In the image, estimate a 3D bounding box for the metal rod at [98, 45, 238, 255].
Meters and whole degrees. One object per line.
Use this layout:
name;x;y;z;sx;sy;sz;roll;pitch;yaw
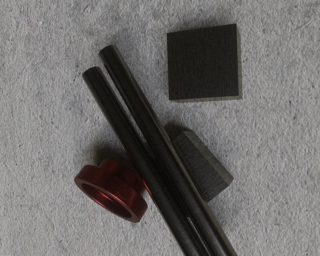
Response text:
metal rod;0.010;0.034;0.352;0.025;0.025;0.299;-33;79;17

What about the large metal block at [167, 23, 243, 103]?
large metal block;0.056;-0.074;0.376;0.080;0.050;0.079;-2;89;19

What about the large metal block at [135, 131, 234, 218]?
large metal block;0.031;0.060;0.384;0.080;0.050;0.080;-43;77;14

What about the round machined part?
round machined part;-0.057;0.077;0.400;0.098;0.098;0.042;24;61;18

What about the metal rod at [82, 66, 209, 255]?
metal rod;-0.009;0.057;0.358;0.025;0.025;0.299;-34;79;16
